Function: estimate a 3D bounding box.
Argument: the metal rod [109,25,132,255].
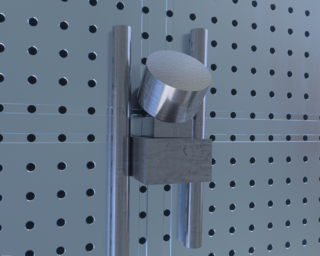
[{"bbox_3d":[-0.050,0.022,0.394,0.025,0.025,0.298,1,90,-20],"label":"metal rod"}]

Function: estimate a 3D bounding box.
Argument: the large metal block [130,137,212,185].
[{"bbox_3d":[0.009,0.037,0.384,0.081,0.080,0.050,1,90,-20],"label":"large metal block"}]

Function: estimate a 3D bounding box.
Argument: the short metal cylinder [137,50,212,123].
[{"bbox_3d":[0.017,-0.052,0.382,0.081,0.050,0.080,11,43,-10],"label":"short metal cylinder"}]

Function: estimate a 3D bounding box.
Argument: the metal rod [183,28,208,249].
[{"bbox_3d":[0.050,0.013,0.431,0.025,0.025,0.298,2,89,-20],"label":"metal rod"}]

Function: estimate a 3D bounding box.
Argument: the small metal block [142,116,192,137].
[{"bbox_3d":[0.008,-0.001,0.402,0.050,0.050,0.025,1,90,-21],"label":"small metal block"}]
